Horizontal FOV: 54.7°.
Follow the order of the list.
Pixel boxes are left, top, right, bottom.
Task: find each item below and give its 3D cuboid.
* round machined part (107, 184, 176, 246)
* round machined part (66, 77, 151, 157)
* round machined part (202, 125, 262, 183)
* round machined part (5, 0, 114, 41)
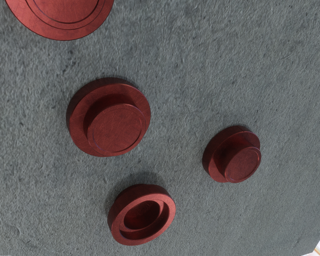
[{"bbox_3d":[-0.030,0.121,0.454,0.099,0.042,0.097,-14,124,-21],"label":"round machined part"},{"bbox_3d":[-0.055,-0.006,0.362,0.099,0.042,0.097,-14,124,-21],"label":"round machined part"},{"bbox_3d":[0.120,0.048,0.491,0.099,0.042,0.097,-14,124,-21],"label":"round machined part"},{"bbox_3d":[-0.086,-0.125,0.271,0.099,0.042,0.097,-14,124,-21],"label":"round machined part"}]
